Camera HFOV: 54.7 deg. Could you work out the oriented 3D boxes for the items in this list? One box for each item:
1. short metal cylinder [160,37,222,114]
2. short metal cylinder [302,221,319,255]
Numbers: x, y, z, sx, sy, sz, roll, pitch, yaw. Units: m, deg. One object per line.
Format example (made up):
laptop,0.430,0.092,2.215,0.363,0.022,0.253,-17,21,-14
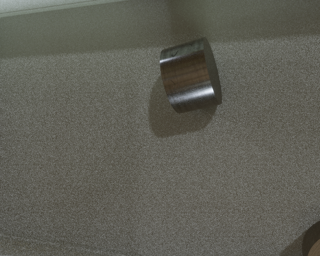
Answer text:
short metal cylinder,0.039,-0.061,0.367,0.050,0.080,0.080,-12,86,20
short metal cylinder,0.196,0.141,0.328,0.080,0.050,0.080,0,90,20
